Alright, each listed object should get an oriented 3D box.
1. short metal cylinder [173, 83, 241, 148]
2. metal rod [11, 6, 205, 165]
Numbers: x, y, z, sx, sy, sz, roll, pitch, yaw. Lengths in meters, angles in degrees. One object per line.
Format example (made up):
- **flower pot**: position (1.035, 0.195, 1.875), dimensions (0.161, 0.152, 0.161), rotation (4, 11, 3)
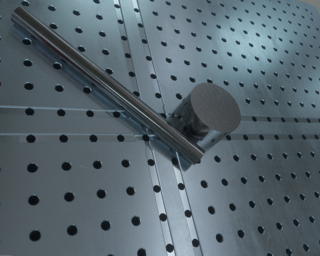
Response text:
- **short metal cylinder**: position (0.066, -0.017, 0.441), dimensions (0.081, 0.050, 0.080), rotation (14, 56, -21)
- **metal rod**: position (-0.065, -0.053, 0.406), dimensions (0.300, 0.025, 0.025), rotation (38, 51, -3)
